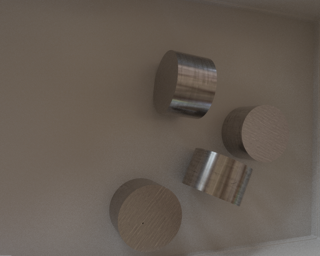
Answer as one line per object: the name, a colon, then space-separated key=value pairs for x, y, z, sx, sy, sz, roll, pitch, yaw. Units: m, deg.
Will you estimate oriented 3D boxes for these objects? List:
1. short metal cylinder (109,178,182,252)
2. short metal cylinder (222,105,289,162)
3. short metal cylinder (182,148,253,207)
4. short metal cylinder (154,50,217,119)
short metal cylinder: x=-0.019 y=0.107 z=0.391 sx=0.081 sy=0.050 sz=0.079 roll=0 pitch=90 yaw=-20
short metal cylinder: x=0.138 y=0.008 z=0.450 sx=0.081 sy=0.050 sz=0.079 roll=0 pitch=90 yaw=-21
short metal cylinder: x=0.075 y=0.065 z=0.411 sx=0.080 sy=0.080 sz=0.050 roll=25 pitch=82 yaw=-19
short metal cylinder: x=0.029 y=-0.054 z=0.393 sx=0.050 sy=0.080 sz=0.080 roll=7 pitch=88 yaw=-20
